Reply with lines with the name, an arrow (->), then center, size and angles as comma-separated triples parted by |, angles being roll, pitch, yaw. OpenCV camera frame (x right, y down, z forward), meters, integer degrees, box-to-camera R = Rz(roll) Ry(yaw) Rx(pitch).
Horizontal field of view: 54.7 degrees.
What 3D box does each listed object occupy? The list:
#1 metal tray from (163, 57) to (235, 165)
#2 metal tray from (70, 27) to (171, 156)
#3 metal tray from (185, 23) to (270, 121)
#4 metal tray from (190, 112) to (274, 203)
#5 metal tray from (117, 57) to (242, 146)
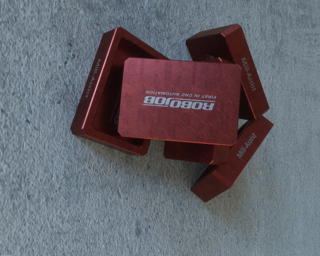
metal tray -> 0.050, -0.020, 0.408 | 0.030, 0.090, 0.129 | 8, 85, -40
metal tray -> -0.041, -0.040, 0.370 | 0.090, 0.030, 0.130 | 25, 74, -37
metal tray -> 0.095, -0.076, 0.443 | 0.030, 0.090, 0.129 | -35, 112, -19
metal tray -> 0.105, 0.043, 0.454 | 0.030, 0.090, 0.131 | 41, 60, 6
metal tray -> 0.022, -0.029, 0.353 | 0.131, 0.030, 0.089 | 5, 86, 4
